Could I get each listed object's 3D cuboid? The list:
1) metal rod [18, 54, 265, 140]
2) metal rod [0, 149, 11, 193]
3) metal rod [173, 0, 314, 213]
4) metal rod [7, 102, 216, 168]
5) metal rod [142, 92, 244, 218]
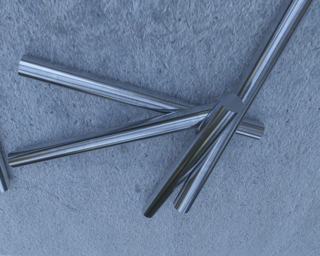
[{"bbox_3d":[-0.011,-0.033,0.378,0.302,0.025,0.025,15,129,-13],"label":"metal rod"},{"bbox_3d":[-0.229,-0.022,0.385,0.025,0.025,0.298,5,130,-4],"label":"metal rod"},{"bbox_3d":[0.084,-0.009,0.369,0.025,0.025,0.298,17,119,-14],"label":"metal rod"},{"bbox_3d":[-0.069,0.013,0.396,0.301,0.025,0.025,-13,129,18],"label":"metal rod"},{"bbox_3d":[0.025,0.058,0.412,0.025,0.025,0.298,13,142,-11],"label":"metal rod"}]
